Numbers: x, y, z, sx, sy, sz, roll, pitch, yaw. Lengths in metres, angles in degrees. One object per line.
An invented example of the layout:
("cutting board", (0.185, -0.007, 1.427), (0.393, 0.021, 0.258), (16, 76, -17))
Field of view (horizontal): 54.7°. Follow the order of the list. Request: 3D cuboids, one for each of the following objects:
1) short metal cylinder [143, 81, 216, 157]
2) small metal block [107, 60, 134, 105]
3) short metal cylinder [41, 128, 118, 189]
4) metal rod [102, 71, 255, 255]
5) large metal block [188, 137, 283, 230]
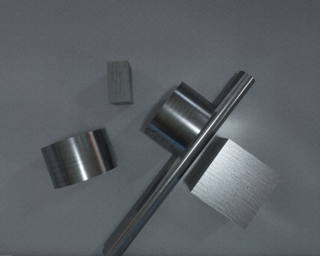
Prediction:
("short metal cylinder", (0.024, -0.011, 0.384), (0.050, 0.080, 0.080), (37, 90, -1))
("small metal block", (-0.050, -0.056, 0.398), (0.025, 0.050, 0.050), (-4, 90, 0))
("short metal cylinder", (-0.098, 0.037, 0.383), (0.080, 0.080, 0.050), (-19, 90, 0))
("metal rod", (0.025, 0.050, 0.411), (0.025, 0.025, 0.300), (38, 90, -1))
("large metal block", (0.093, 0.068, 0.400), (0.080, 0.050, 0.080), (35, 90, -1))
